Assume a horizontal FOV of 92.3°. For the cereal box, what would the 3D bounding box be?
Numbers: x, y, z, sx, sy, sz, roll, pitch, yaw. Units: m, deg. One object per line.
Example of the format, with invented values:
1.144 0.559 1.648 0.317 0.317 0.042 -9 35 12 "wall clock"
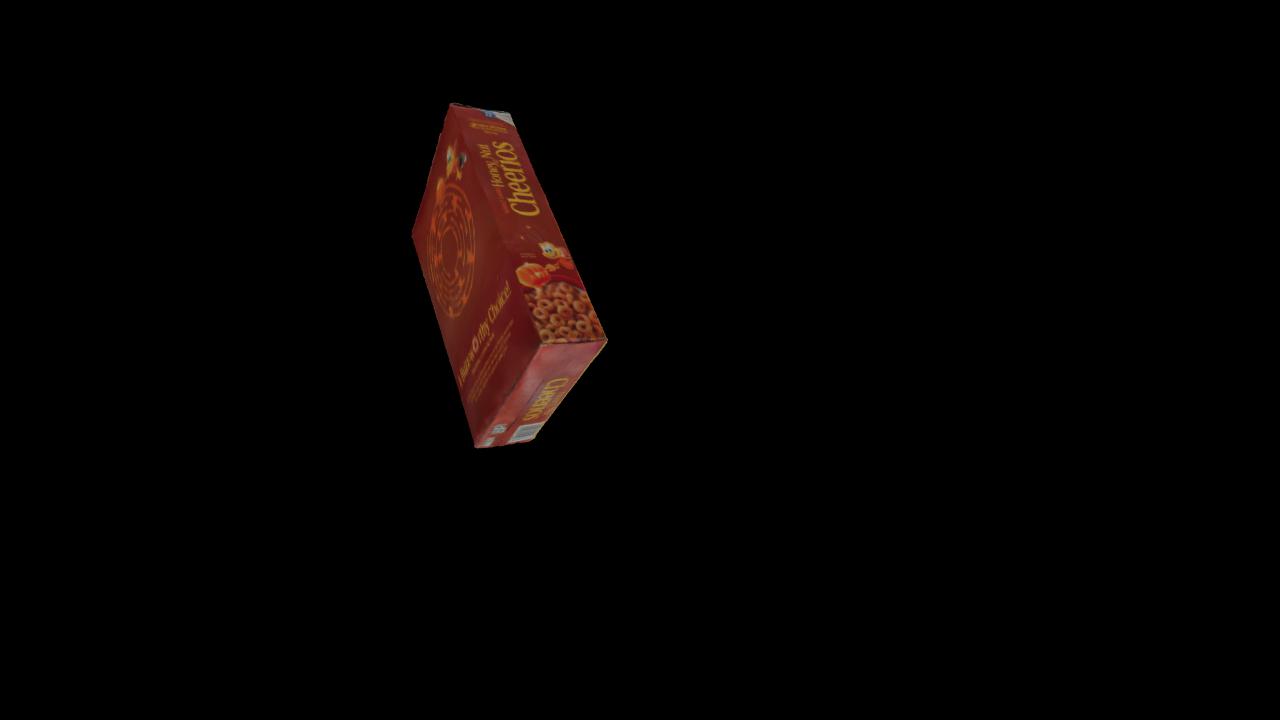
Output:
-0.155 -0.088 0.654 0.081 0.306 0.203 -5 -31 -36 "cereal box"
